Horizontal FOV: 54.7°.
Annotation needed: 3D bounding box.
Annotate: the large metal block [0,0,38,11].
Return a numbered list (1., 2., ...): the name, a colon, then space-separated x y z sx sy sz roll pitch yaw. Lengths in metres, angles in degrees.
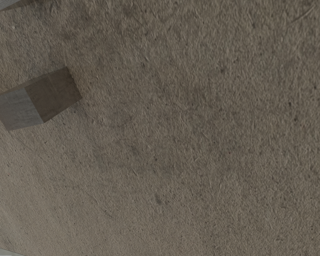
1. large metal block: -0.171 -0.191 0.363 0.080 0.050 0.080 -7 115 31

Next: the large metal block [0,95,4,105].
1. large metal block: -0.332 -0.048 0.536 0.080 0.050 0.080 45 129 -4

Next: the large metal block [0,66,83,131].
1. large metal block: -0.173 -0.041 0.437 0.080 0.080 0.050 -9 114 32
